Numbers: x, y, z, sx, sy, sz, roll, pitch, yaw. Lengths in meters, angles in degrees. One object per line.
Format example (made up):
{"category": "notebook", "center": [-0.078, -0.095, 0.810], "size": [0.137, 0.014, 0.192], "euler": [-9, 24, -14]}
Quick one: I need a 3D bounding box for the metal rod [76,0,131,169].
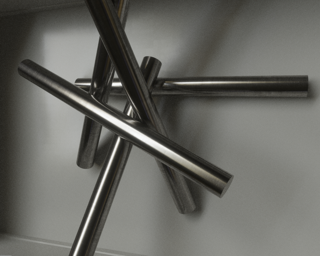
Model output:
{"category": "metal rod", "center": [-0.067, -0.067, 0.369], "size": [0.025, 0.025, 0.298], "euler": [31, 124, 17]}

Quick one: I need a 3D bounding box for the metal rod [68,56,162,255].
{"category": "metal rod", "center": [-0.056, 0.052, 0.355], "size": [0.025, 0.025, 0.299], "euler": [13, 73, 19]}

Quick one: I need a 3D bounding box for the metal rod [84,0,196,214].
{"category": "metal rod", "center": [-0.019, -0.026, 0.346], "size": [0.025, 0.025, 0.299], "euler": [-15, 113, 19]}

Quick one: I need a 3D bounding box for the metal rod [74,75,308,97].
{"category": "metal rod", "center": [0.025, -0.054, 0.401], "size": [0.301, 0.025, 0.025], "euler": [3, 91, 19]}

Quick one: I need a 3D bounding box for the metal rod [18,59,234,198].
{"category": "metal rod", "center": [-0.057, -0.012, 0.351], "size": [0.300, 0.025, 0.025], "euler": [29, 100, 23]}
